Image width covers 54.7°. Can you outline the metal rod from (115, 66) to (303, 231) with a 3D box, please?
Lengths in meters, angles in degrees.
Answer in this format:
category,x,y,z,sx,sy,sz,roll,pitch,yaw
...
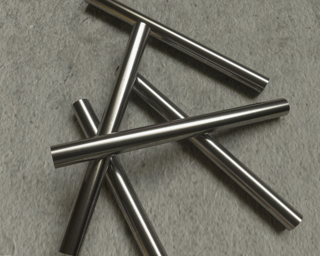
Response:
category,x,y,z,sx,sy,sz,roll,pitch,yaw
metal rod,0.053,0.015,0.403,0.300,0.025,0.025,42,75,13

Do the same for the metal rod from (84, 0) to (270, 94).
category,x,y,z,sx,sy,sz,roll,pitch,yaw
metal rod,0.018,-0.132,0.456,0.301,0.025,0.025,30,73,10

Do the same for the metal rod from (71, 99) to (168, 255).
category,x,y,z,sx,sy,sz,roll,pitch,yaw
metal rod,-0.036,0.092,0.374,0.025,0.025,0.299,-27,72,-10

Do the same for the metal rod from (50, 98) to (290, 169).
category,x,y,z,sx,sy,sz,roll,pitch,yaw
metal rod,0.027,0.001,0.375,0.302,0.025,0.025,-12,70,-18

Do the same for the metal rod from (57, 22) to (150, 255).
category,x,y,z,sx,sy,sz,roll,pitch,yaw
metal rod,-0.061,-0.003,0.380,0.025,0.025,0.299,13,70,4
